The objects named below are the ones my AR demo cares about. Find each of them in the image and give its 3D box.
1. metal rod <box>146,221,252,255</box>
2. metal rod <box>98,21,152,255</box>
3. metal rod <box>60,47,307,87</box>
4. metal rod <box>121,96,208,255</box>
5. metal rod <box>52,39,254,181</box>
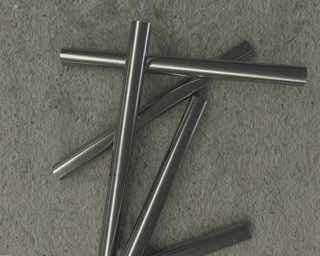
[{"bbox_3d":[-0.026,0.186,0.409,0.301,0.025,0.025,-20,90,0],"label":"metal rod"},{"bbox_3d":[-0.045,0.022,0.386,0.025,0.025,0.298,9,99,0],"label":"metal rod"},{"bbox_3d":[0.022,-0.078,0.389,0.301,0.025,0.025,6,90,8],"label":"metal rod"},{"bbox_3d":[-0.008,0.099,0.394,0.025,0.025,0.299,24,84,0],"label":"metal rod"},{"bbox_3d":[-0.009,-0.024,0.409,0.301,0.025,0.025,-33,90,0],"label":"metal rod"}]
